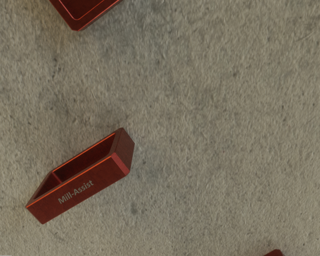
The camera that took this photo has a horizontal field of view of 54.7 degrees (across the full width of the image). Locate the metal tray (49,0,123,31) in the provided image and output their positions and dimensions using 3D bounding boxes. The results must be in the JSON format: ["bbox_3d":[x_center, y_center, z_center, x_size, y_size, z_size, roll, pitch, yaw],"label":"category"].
[{"bbox_3d":[-0.097,-0.185,0.337,0.090,0.030,0.130,-33,107,11],"label":"metal tray"}]

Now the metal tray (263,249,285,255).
[{"bbox_3d":[0.165,0.267,0.508,0.130,0.030,0.090,-36,107,12],"label":"metal tray"}]

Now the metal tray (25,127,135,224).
[{"bbox_3d":[-0.097,0.057,0.394,0.130,0.090,0.030,-31,107,10],"label":"metal tray"}]
